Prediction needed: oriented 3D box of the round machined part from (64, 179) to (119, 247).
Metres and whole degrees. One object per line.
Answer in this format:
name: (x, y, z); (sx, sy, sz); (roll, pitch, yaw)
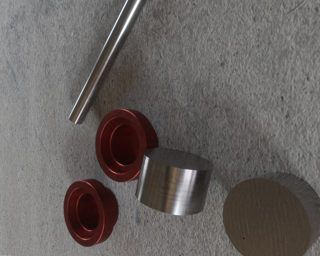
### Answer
round machined part: (-0.102, 0.126, 0.475); (0.098, 0.042, 0.097); (0, 90, 39)

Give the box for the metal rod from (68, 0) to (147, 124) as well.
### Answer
metal rod: (-0.066, -0.127, 0.456); (0.025, 0.025, 0.298); (48, 118, 29)

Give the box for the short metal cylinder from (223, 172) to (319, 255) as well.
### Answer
short metal cylinder: (0.109, 0.085, 0.298); (0.080, 0.050, 0.079); (0, 90, 39)

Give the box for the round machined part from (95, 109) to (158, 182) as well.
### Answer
round machined part: (-0.041, 0.023, 0.426); (0.098, 0.042, 0.097); (0, 90, 39)

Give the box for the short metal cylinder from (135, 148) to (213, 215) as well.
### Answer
short metal cylinder: (0.016, 0.058, 0.354); (0.080, 0.081, 0.050); (18, 102, 38)
